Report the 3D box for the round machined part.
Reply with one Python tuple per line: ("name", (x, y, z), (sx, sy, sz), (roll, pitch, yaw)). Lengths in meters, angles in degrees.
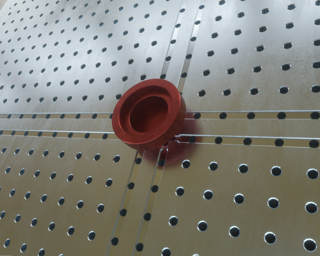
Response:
("round machined part", (-0.011, -0.014, 0.412), (0.098, 0.042, 0.098), (-13, 56, 21))
